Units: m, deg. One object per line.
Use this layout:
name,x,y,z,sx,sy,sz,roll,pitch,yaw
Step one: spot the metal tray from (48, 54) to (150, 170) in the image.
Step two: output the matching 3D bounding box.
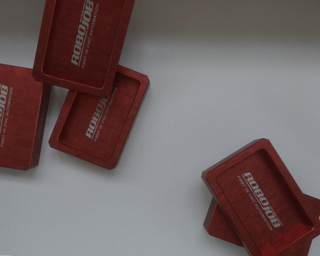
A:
metal tray,-0.078,-0.021,0.407,0.090,0.030,0.129,22,90,-1

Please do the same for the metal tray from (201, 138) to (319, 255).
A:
metal tray,0.122,0.089,0.377,0.090,0.030,0.130,-31,86,-6

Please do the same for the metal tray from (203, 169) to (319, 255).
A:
metal tray,0.134,0.114,0.406,0.131,0.030,0.090,21,83,-1

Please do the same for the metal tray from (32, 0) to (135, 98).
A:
metal tray,-0.087,-0.109,0.359,0.091,0.030,0.129,14,105,-13

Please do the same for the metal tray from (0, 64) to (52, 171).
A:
metal tray,-0.200,-0.016,0.406,0.091,0.030,0.129,9,90,-1
